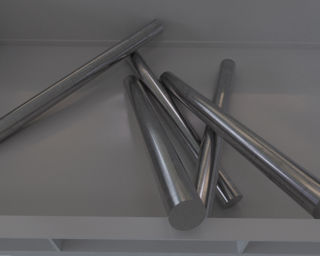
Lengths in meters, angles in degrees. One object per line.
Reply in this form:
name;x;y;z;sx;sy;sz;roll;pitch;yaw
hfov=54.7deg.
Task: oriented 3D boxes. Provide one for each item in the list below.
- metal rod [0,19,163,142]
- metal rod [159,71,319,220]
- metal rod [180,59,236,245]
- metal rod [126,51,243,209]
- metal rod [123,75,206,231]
metal rod;-0.112;-0.075;0.446;0.301;0.025;0.025;-39;60;-21
metal rod;0.065;-0.009;0.345;0.025;0.025;0.300;-18;32;-14
metal rod;0.068;-0.001;0.380;0.025;0.025;0.301;12;43;10
metal rod;0.014;-0.023;0.423;0.025;0.025;0.300;-20;53;-16
metal rod;-0.013;-0.006;0.331;0.025;0.025;0.300;-10;26;-8
